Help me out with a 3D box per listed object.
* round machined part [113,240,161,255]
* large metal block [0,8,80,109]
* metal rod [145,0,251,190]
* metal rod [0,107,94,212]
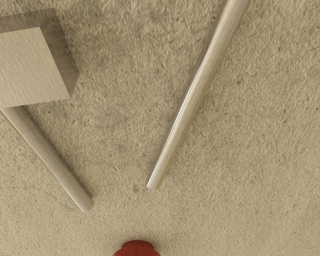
[{"bbox_3d":[-0.046,0.260,0.617,0.099,0.042,0.097,-1,130,0],"label":"round machined part"},{"bbox_3d":[-0.142,-0.072,0.327,0.080,0.050,0.080,-8,130,6],"label":"large metal block"},{"bbox_3d":[0.034,-0.023,0.387,0.025,0.025,0.298,13,129,-11],"label":"metal rod"},{"bbox_3d":[-0.166,0.021,0.422,0.025,0.025,0.299,-14,129,11],"label":"metal rod"}]
